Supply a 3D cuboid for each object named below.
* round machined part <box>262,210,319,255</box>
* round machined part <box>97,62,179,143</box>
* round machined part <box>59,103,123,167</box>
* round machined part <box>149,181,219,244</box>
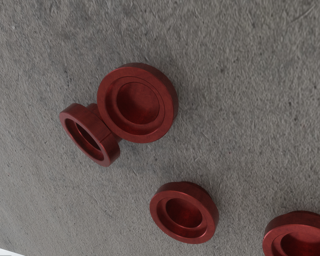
[{"bbox_3d":[0.182,0.143,0.388,0.098,0.042,0.097,13,124,21],"label":"round machined part"},{"bbox_3d":[-0.024,-0.033,0.383,0.098,0.042,0.097,8,118,16],"label":"round machined part"},{"bbox_3d":[-0.090,0.004,0.431,0.098,0.042,0.097,33,150,23],"label":"round machined part"},{"bbox_3d":[0.038,0.117,0.448,0.098,0.042,0.097,13,124,21],"label":"round machined part"}]
